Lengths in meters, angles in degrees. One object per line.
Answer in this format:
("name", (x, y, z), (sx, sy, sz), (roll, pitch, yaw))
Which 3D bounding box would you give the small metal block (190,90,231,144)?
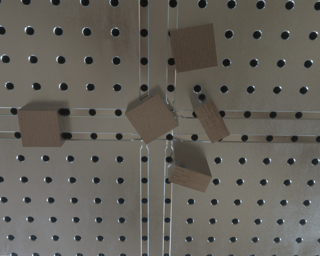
("small metal block", (0.063, -0.015, 0.395), (0.025, 0.050, 0.050), (-28, 108, 10))

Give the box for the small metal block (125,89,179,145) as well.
("small metal block", (-0.010, -0.015, 0.408), (0.050, 0.025, 0.050), (-30, 107, 10))

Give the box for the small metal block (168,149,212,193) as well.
("small metal block", (0.039, 0.057, 0.421), (0.050, 0.050, 0.025), (19, 109, -7))

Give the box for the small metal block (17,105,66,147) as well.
("small metal block", (-0.155, -0.003, 0.411), (0.050, 0.025, 0.050), (0, 110, 0))

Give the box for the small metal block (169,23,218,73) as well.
("small metal block", (0.040, -0.098, 0.378), (0.050, 0.025, 0.050), (-9, 110, 3))
